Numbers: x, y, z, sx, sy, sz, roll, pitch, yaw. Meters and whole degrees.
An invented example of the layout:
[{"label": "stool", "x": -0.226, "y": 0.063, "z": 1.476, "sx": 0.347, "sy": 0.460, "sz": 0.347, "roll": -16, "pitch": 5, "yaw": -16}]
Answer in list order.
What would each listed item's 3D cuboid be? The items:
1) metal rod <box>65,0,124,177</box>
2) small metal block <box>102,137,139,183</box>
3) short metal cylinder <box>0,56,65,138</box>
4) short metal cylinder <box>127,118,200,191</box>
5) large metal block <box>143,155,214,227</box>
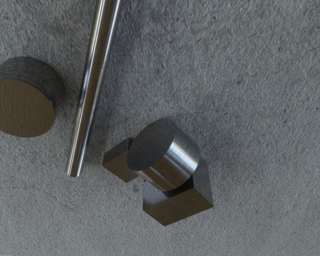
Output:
[{"label": "metal rod", "x": -0.082, "y": -0.045, "z": 0.367, "sx": 0.025, "sy": 0.025, "sz": 0.298, "roll": 14, "pitch": 129, "yaw": -12}, {"label": "small metal block", "x": -0.046, "y": 0.047, "z": 0.447, "sx": 0.050, "sy": 0.025, "sz": 0.050, "roll": -33, "pitch": 123, "yaw": 24}, {"label": "short metal cylinder", "x": -0.157, "y": -0.035, "z": 0.359, "sx": 0.081, "sy": 0.050, "sz": 0.079, "roll": 0, "pitch": 130, "yaw": 0}, {"label": "short metal cylinder", "x": 0.004, "y": 0.034, "z": 0.400, "sx": 0.080, "sy": 0.080, "sz": 0.050, "roll": -32, "pitch": 123, "yaw": 24}, {"label": "large metal block", "x": 0.024, "y": 0.081, "z": 0.440, "sx": 0.080, "sy": 0.080, "sz": 0.050, "roll": -29, "pitch": 125, "yaw": 22}]
